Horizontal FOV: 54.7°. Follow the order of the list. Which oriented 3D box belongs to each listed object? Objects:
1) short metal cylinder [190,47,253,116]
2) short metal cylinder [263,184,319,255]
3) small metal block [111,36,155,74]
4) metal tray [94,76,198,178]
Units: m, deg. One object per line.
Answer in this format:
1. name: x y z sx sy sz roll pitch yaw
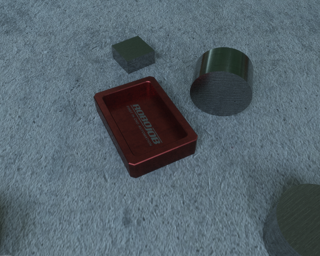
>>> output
1. short metal cylinder: 0.084 -0.061 0.420 0.080 0.080 0.050 9 51 8
2. short metal cylinder: 0.148 0.102 0.302 0.081 0.050 0.080 0 50 0
3. small metal block: -0.043 -0.120 0.504 0.050 0.025 0.050 -27 55 -21
4. metal tray: -0.022 -0.007 0.405 0.091 0.030 0.130 -21 53 -17
